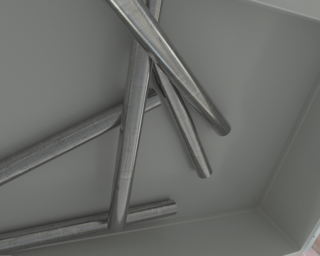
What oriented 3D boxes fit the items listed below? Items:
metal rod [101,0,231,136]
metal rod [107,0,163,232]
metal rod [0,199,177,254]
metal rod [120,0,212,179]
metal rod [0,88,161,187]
[{"bbox_3d":[0.026,-0.055,0.342,0.025,0.025,0.300,-46,144,4],"label":"metal rod"},{"bbox_3d":[-0.034,0.004,0.360,0.025,0.025,0.298,-4,120,-27],"label":"metal rod"},{"bbox_3d":[-0.113,0.139,0.433,0.303,0.025,0.025,-5,121,-27],"label":"metal rod"},{"bbox_3d":[0.019,-0.034,0.399,0.025,0.025,0.299,-32,129,-8],"label":"metal rod"},{"bbox_3d":[-0.136,0.030,0.353,0.302,0.025,0.025,-27,128,-12],"label":"metal rod"}]
